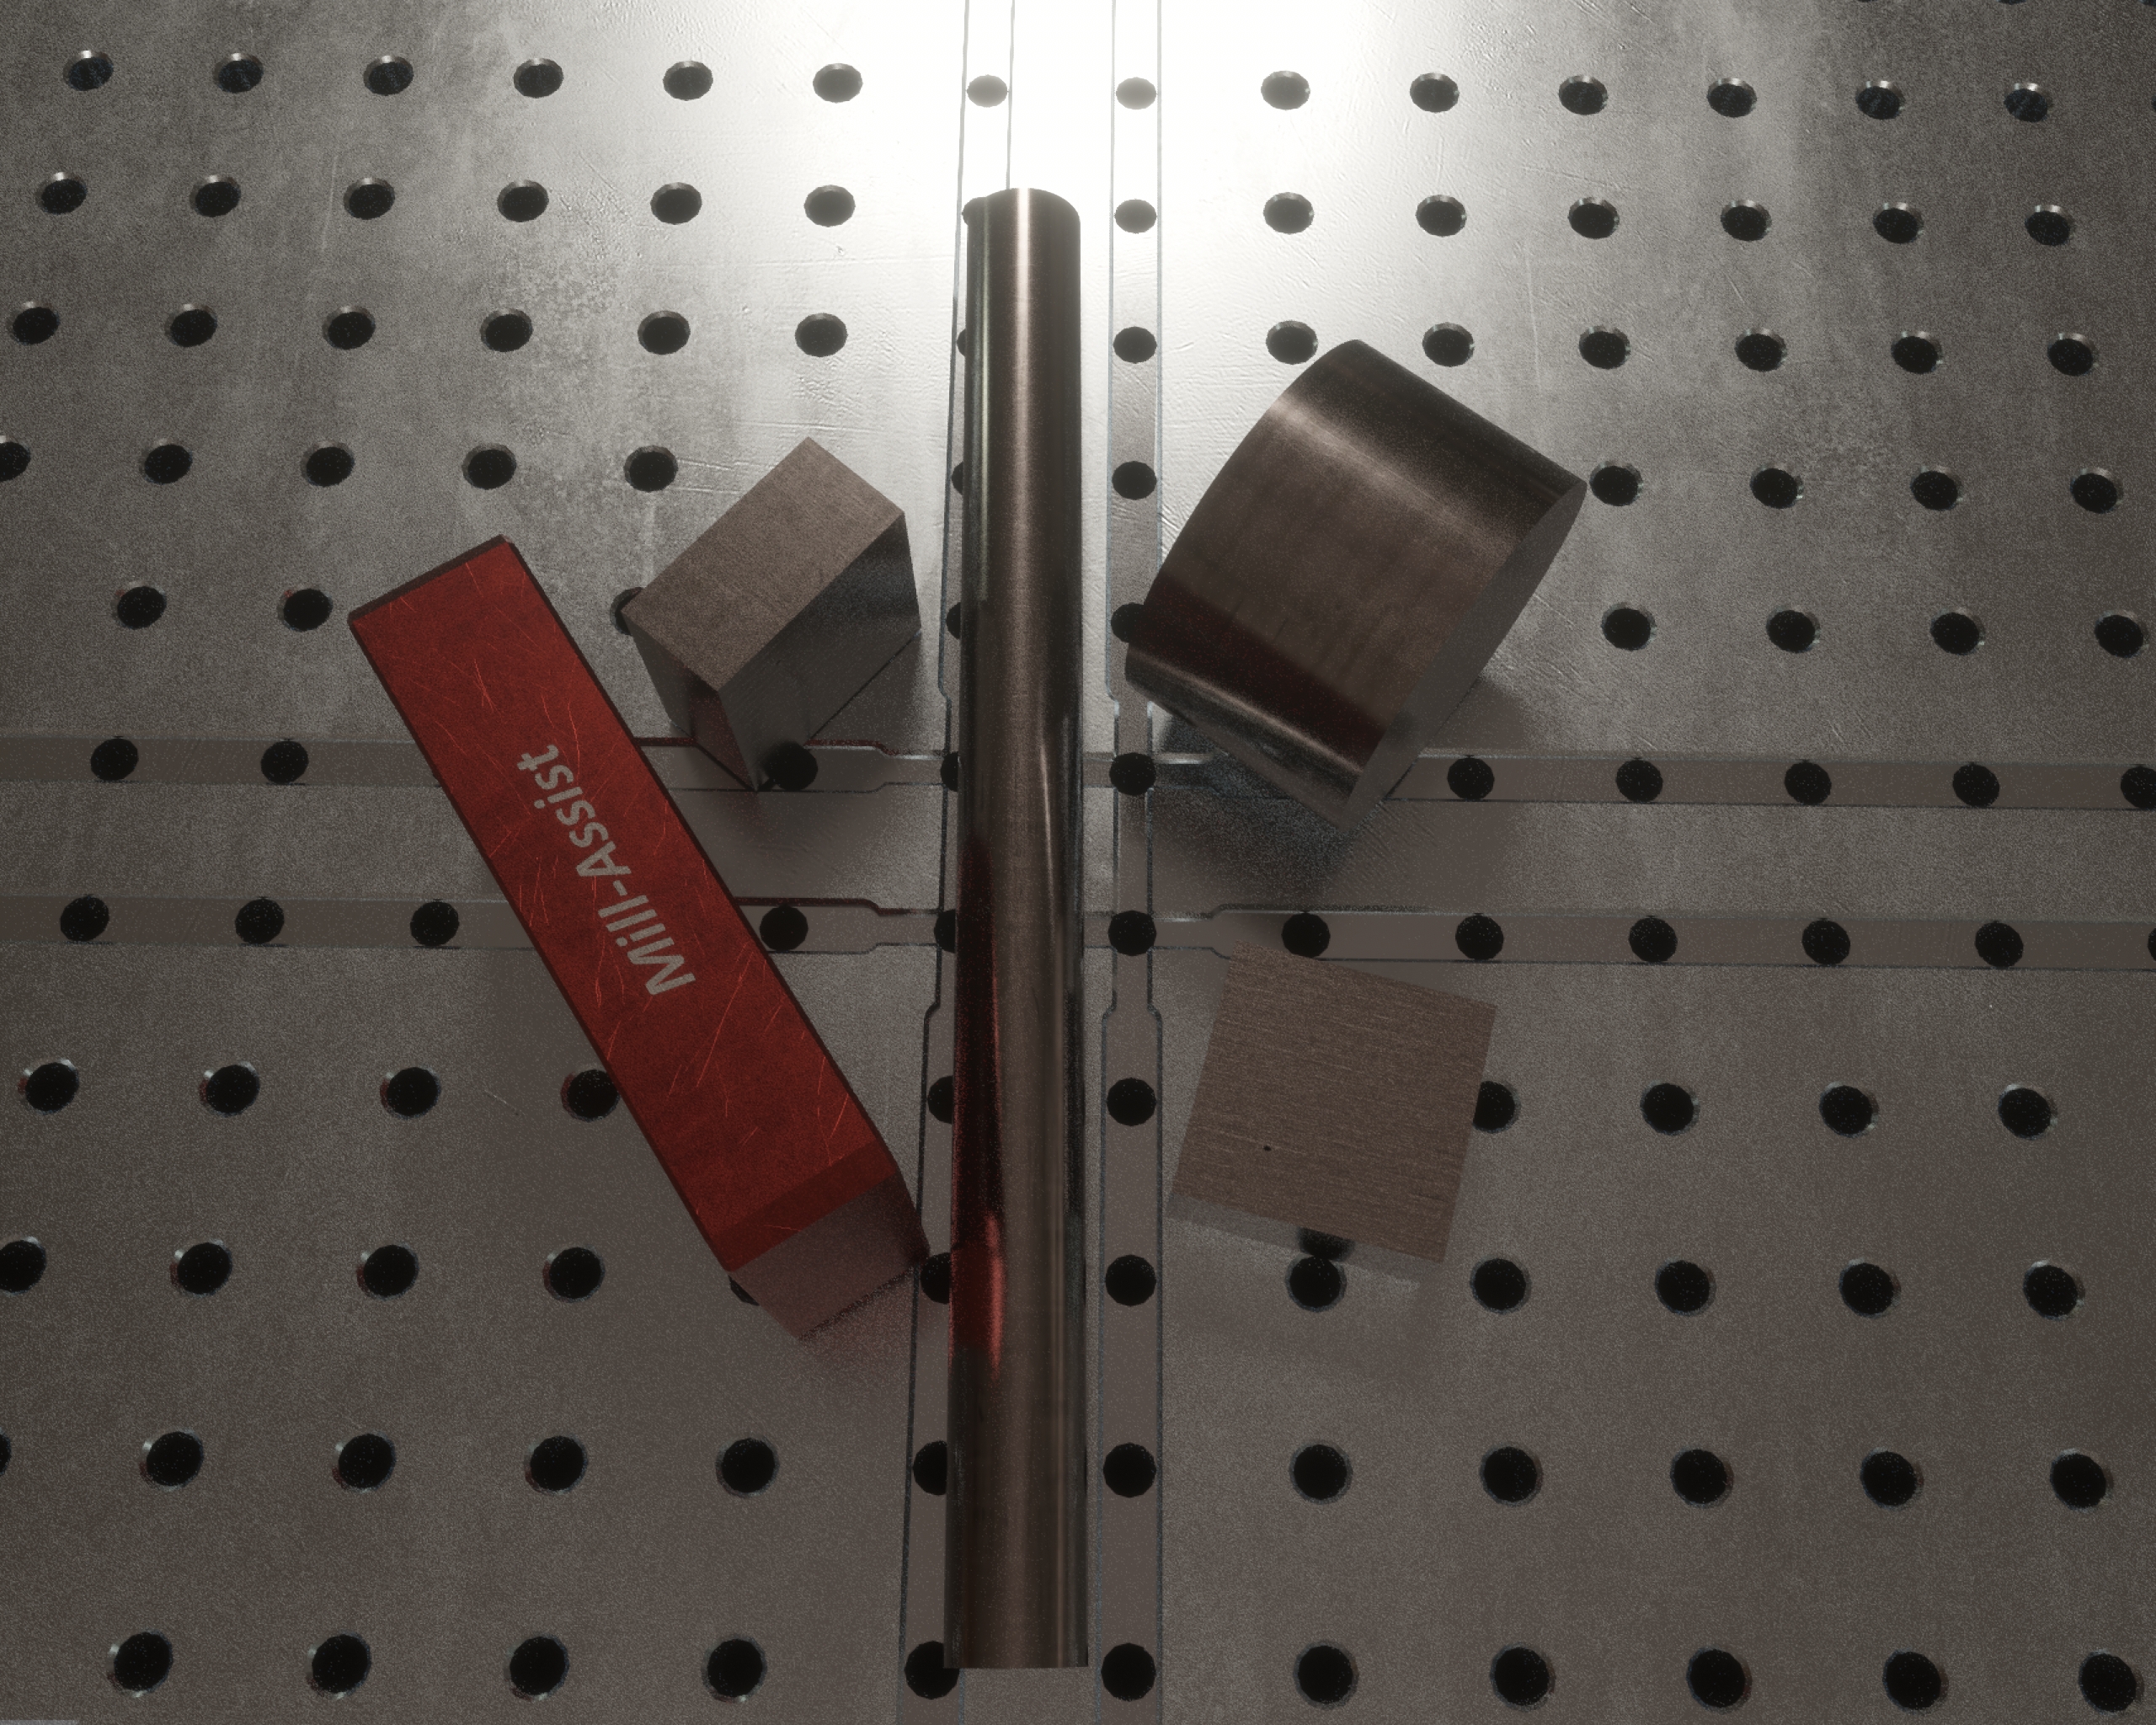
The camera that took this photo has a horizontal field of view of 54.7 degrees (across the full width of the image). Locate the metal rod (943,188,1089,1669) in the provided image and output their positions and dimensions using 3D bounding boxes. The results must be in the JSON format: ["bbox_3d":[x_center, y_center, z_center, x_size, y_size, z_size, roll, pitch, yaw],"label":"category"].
[{"bbox_3d":[-0.011,-0.001,0.411,0.025,0.025,0.299,0,70,-1],"label":"metal rod"}]

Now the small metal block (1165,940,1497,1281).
[{"bbox_3d":[0.048,0.047,0.396,0.050,0.025,0.050,14,71,5],"label":"small metal block"}]

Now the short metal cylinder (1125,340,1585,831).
[{"bbox_3d":[0.053,-0.053,0.402,0.050,0.080,0.080,36,74,12],"label":"short metal cylinder"}]

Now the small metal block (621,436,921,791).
[{"bbox_3d":[-0.059,-0.048,0.414,0.025,0.050,0.050,40,75,13],"label":"small metal block"}]

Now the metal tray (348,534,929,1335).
[{"bbox_3d":[-0.075,0.016,0.370,0.030,0.090,0.130,-31,73,-11],"label":"metal tray"}]
